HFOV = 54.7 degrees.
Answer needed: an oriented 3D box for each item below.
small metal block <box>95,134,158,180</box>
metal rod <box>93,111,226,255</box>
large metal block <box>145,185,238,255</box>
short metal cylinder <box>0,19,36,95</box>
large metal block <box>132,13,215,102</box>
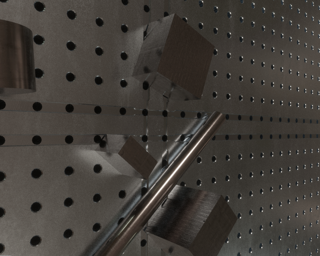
[{"bbox_3d":[-0.040,0.033,0.362,0.050,0.050,0.025,47,62,-30],"label":"small metal block"},{"bbox_3d":[0.003,0.079,0.414,0.301,0.025,0.025,-47,119,-30],"label":"metal rod"},{"bbox_3d":[0.042,0.128,0.411,0.080,0.080,0.050,-50,120,-29],"label":"large metal block"},{"bbox_3d":[-0.146,-0.054,0.252,0.081,0.080,0.050,-5,94,-40],"label":"short metal cylinder"},{"bbox_3d":[0.020,-0.089,0.411,0.080,0.050,0.080,26,73,-37],"label":"large metal block"}]
